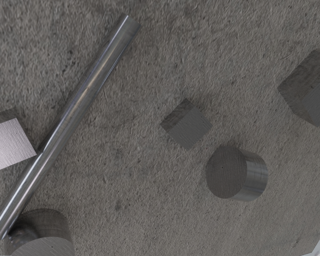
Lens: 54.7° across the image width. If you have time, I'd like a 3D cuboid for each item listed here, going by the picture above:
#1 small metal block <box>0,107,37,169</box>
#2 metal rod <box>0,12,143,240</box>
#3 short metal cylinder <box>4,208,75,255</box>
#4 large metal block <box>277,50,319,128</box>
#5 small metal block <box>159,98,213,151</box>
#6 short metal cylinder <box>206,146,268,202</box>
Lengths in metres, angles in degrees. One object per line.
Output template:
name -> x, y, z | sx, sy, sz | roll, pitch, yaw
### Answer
small metal block -> -0.166, 0.013, 0.325 | 0.050, 0.025, 0.050 | -23, 127, -14
metal rod -> -0.113, 0.007, 0.349 | 0.025, 0.025, 0.299 | 27, 104, -38
short metal cylinder -> -0.156, 0.152, 0.400 | 0.081, 0.050, 0.079 | -14, 124, -21
large metal block -> 0.245, -0.061, 0.487 | 0.080, 0.050, 0.080 | -47, 129, 5
small metal block -> 0.037, -0.004, 0.425 | 0.050, 0.025, 0.050 | -45, 129, 3
short metal cylinder -> 0.118, 0.071, 0.480 | 0.050, 0.080, 0.080 | 17, 110, -35
